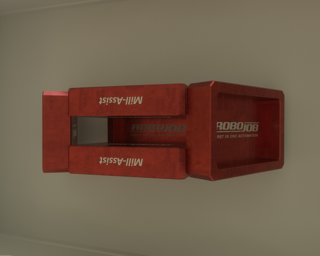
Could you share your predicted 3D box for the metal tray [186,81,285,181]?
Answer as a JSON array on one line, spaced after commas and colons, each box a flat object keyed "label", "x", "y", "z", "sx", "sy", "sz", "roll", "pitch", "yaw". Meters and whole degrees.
[{"label": "metal tray", "x": 0.084, "y": 0.002, "z": 0.325, "sx": 0.030, "sy": 0.131, "sz": 0.089, "roll": 1, "pitch": 91, "yaw": 49}]

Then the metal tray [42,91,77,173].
[{"label": "metal tray", "x": -0.125, "y": 0.003, "z": 0.399, "sx": 0.030, "sy": 0.130, "sz": 0.089, "roll": 0, "pitch": 91, "yaw": -12}]

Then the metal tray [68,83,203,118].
[{"label": "metal tray", "x": -0.024, "y": -0.027, "z": 0.350, "sx": 0.130, "sy": 0.090, "sz": 0.030, "roll": 0, "pitch": 90, "yaw": 20}]

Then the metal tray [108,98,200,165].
[{"label": "metal tray", "x": -0.004, "y": 0.003, "z": 0.408, "sx": 0.130, "sy": 0.030, "sz": 0.089, "roll": 0, "pitch": 90, "yaw": 19}]

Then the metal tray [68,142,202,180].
[{"label": "metal tray", "x": -0.024, "y": 0.033, "z": 0.351, "sx": 0.130, "sy": 0.090, "sz": 0.030, "roll": 0, "pitch": 90, "yaw": 19}]
